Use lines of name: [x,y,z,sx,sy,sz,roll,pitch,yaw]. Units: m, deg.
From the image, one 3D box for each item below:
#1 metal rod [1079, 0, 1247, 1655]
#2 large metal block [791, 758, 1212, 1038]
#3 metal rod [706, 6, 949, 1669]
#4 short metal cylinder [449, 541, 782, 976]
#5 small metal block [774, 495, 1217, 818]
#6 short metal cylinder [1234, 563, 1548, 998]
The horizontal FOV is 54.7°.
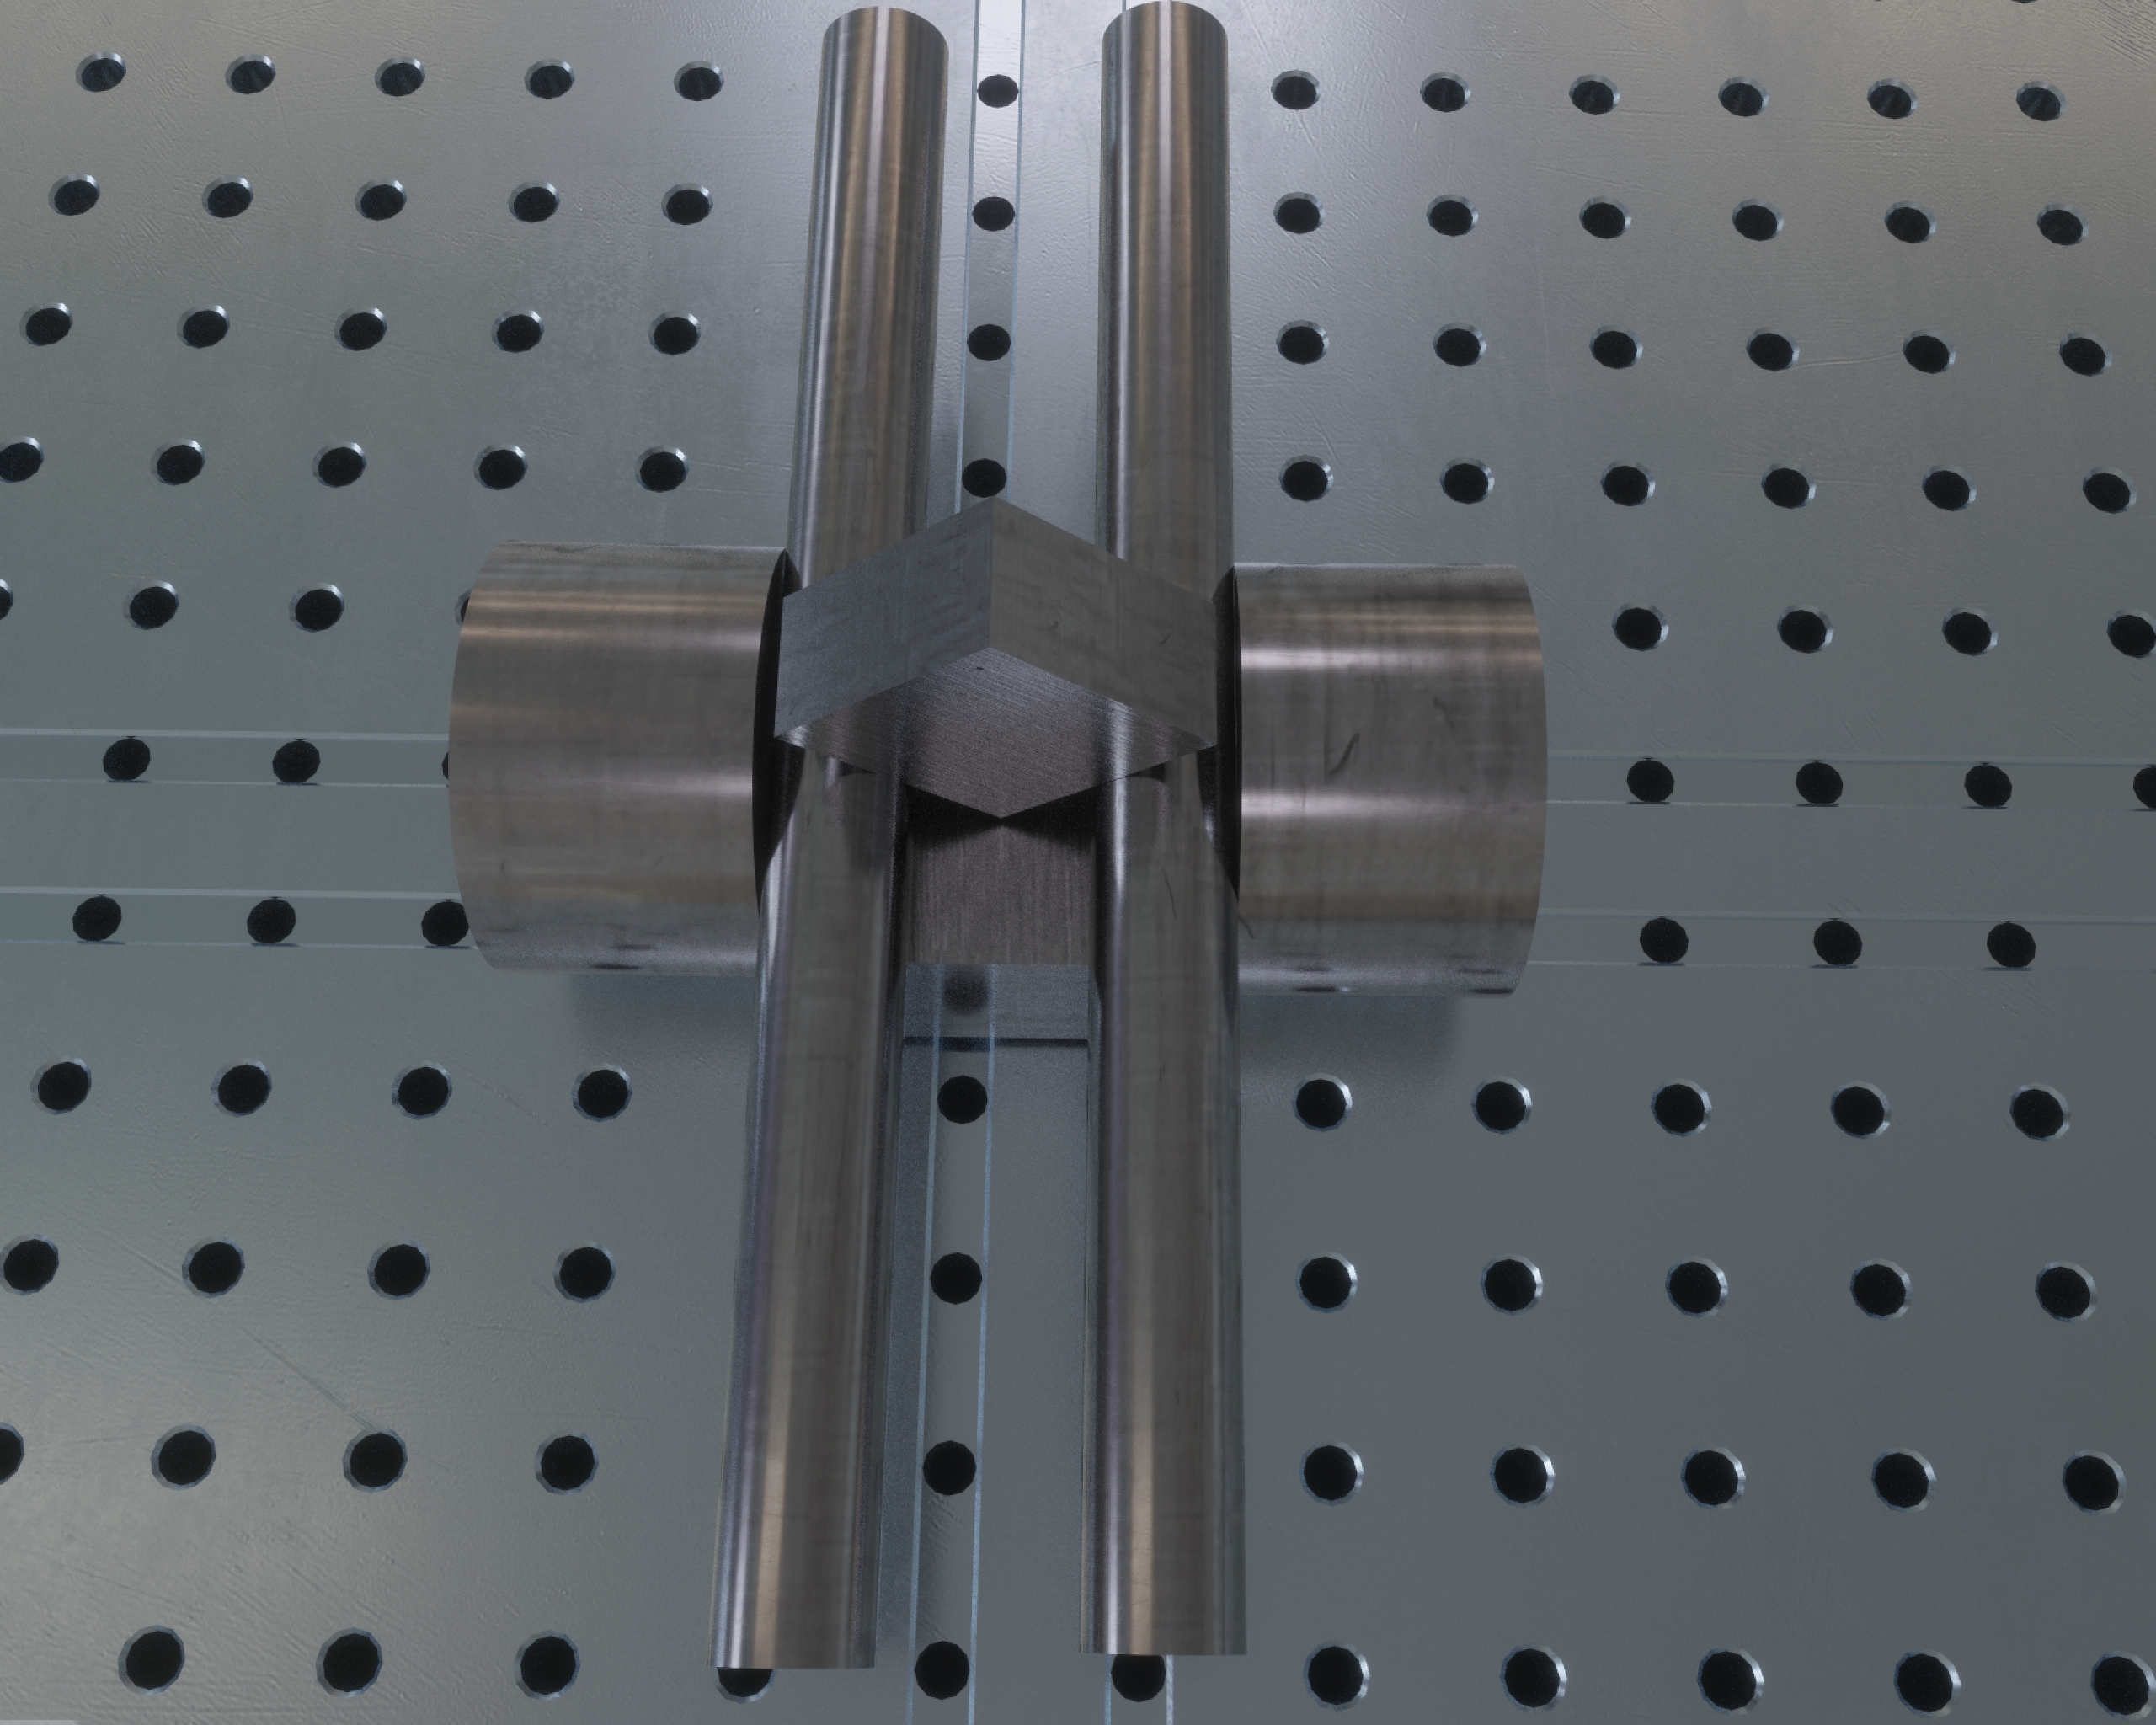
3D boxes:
metal rod: [0.015,-0.022,0.363,0.025,0.025,0.299,1,70,0]
large metal block: [-0.013,-0.012,0.398,0.081,0.050,0.080,1,70,0]
metal rod: [-0.040,-0.020,0.362,0.025,0.025,0.299,1,70,0]
short metal cylinder: [-0.079,-0.019,0.385,0.050,0.080,0.080,1,70,0]
small metal block: [-0.013,-0.031,0.339,0.050,0.050,0.025,-17,64,41]
short metal cylinder: [0.053,-0.015,0.384,0.050,0.080,0.080,0,70,1]
